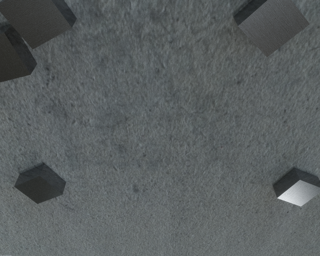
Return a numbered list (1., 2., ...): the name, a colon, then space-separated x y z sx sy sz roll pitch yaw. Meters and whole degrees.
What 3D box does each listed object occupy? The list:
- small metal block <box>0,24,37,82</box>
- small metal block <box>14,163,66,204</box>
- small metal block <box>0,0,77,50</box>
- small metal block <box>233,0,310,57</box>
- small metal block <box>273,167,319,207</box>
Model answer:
1. small metal block: -0.173 -0.080 0.337 0.050 0.025 0.050 -12 130 9
2. small metal block: -0.184 0.087 0.479 0.050 0.025 0.050 -22 127 17
3. small metal block: -0.121 -0.115 0.308 0.050 0.025 0.050 -22 127 17
4. small metal block: 0.113 -0.110 0.316 0.050 0.025 0.050 36 121 -27
5. small metal block: 0.219 0.094 0.491 0.050 0.025 0.050 21 127 -18
